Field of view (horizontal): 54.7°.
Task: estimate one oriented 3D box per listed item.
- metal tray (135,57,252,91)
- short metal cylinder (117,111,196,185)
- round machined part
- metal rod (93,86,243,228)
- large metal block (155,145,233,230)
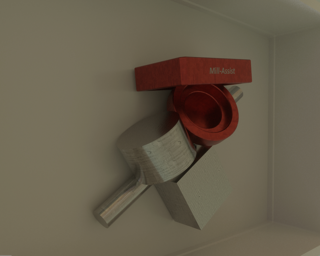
[{"bbox_3d":[0.045,-0.068,0.400,0.131,0.090,0.030,-9,96,-40],"label":"metal tray"},{"bbox_3d":[-0.004,0.022,0.368,0.080,0.080,0.050,-41,115,-33],"label":"short metal cylinder"},{"bbox_3d":[0.054,-0.020,0.423,0.099,0.042,0.098,10,62,-20],"label":"round machined part"},{"bbox_3d":[0.030,0.022,0.432,0.302,0.025,0.025,-40,115,-33],"label":"metal rod"},{"bbox_3d":[0.046,0.078,0.428,0.080,0.050,0.080,-40,115,-33],"label":"large metal block"}]
